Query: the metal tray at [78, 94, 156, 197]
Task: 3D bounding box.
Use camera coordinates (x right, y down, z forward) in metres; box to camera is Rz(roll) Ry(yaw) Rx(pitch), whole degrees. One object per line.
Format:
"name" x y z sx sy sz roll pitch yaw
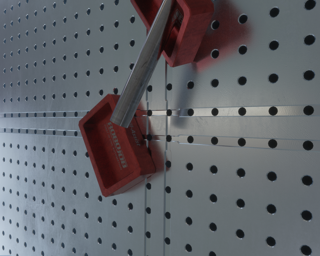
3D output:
"metal tray" -0.068 0.026 0.462 0.090 0.030 0.130 -36 68 34

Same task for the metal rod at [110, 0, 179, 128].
"metal rod" 0.012 -0.139 0.367 0.025 0.025 0.298 30 99 36

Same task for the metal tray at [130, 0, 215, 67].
"metal tray" 0.007 -0.150 0.371 0.130 0.030 0.090 62 157 21
